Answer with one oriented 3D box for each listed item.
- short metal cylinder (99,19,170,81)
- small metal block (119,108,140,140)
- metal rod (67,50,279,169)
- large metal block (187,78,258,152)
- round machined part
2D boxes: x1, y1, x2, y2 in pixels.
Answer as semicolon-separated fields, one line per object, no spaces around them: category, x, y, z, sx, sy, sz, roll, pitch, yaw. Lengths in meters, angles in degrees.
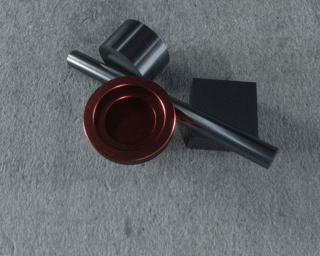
short metal cylinder;-0.034;-0.097;0.415;0.080;0.080;0.050;36;74;12
small metal block;-0.037;-0.002;0.397;0.025;0.050;0.050;-2;70;-1
metal rod;-0.003;-0.034;0.382;0.300;0.025;0.025;29;72;24
large metal block;0.079;-0.015;0.403;0.081;0.050;0.080;4;70;1
round machined part;-0.033;-0.006;0.350;0.099;0.042;0.098;0;71;-1
